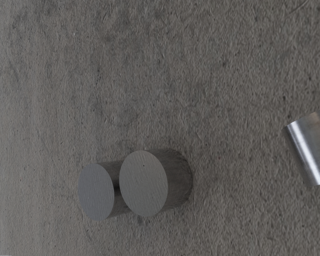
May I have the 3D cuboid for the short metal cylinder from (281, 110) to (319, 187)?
[{"bbox_3d":[0.147,0.010,0.248,0.080,0.081,0.050,-29,72,36],"label":"short metal cylinder"}]

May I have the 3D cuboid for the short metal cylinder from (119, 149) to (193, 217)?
[{"bbox_3d":[-0.006,0.067,0.394,0.080,0.050,0.080,0,90,40],"label":"short metal cylinder"}]

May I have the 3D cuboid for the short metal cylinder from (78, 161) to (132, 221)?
[{"bbox_3d":[-0.074,0.089,0.450,0.080,0.050,0.080,0,90,40],"label":"short metal cylinder"}]
